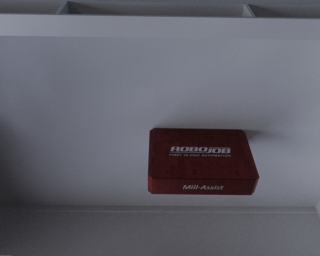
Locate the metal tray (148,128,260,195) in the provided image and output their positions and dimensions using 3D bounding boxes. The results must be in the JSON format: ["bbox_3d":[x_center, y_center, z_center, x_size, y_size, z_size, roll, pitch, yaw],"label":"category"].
[{"bbox_3d":[0.051,0.041,0.401,0.131,0.090,0.030,1,130,-1],"label":"metal tray"}]
